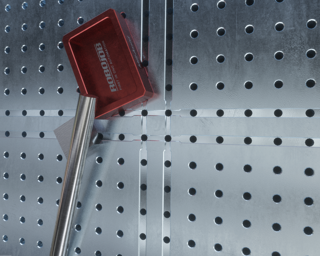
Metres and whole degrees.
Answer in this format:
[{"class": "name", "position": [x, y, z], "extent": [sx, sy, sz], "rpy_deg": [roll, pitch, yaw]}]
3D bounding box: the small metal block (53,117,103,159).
[{"class": "small metal block", "position": [-0.120, 0.013, 0.453], "extent": [0.050, 0.025, 0.050], "rpy_deg": [-31, 80, 17]}]

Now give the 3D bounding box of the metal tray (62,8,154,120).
[{"class": "metal tray", "position": [-0.074, -0.087, 0.434], "extent": [0.090, 0.030, 0.129], "rpy_deg": [-23, 83, 18]}]

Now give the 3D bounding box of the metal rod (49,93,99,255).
[{"class": "metal rod", "position": [-0.128, 0.099, 0.438], "extent": [0.025, 0.025, 0.298], "rpy_deg": [18, 103, 19]}]
